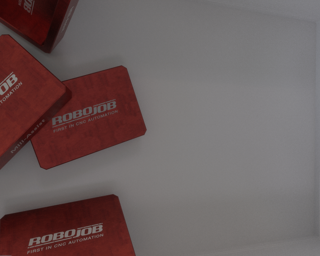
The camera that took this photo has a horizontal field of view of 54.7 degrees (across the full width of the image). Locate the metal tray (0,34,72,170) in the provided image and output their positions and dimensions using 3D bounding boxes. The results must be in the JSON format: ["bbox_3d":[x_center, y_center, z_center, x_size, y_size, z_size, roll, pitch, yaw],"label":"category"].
[{"bbox_3d":[-0.171,-0.021,0.324,0.090,0.030,0.130,42,82,2],"label":"metal tray"}]

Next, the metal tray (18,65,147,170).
[{"bbox_3d":[-0.092,-0.015,0.374,0.131,0.030,0.090,-20,97,-19],"label":"metal tray"}]

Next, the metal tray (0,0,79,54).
[{"bbox_3d":[-0.131,-0.135,0.304,0.090,0.130,0.030,34,64,-17],"label":"metal tray"}]

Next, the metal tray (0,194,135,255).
[{"bbox_3d":[-0.101,0.128,0.340,0.131,0.090,0.030,-7,133,-20],"label":"metal tray"}]
